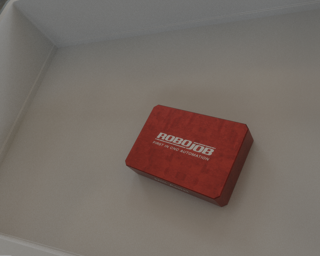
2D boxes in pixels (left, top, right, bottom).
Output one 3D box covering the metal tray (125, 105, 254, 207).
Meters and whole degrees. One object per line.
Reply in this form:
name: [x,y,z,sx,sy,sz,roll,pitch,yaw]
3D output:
metal tray: [0.032,0.027,0.370,0.130,0.030,0.090,15,70,34]
